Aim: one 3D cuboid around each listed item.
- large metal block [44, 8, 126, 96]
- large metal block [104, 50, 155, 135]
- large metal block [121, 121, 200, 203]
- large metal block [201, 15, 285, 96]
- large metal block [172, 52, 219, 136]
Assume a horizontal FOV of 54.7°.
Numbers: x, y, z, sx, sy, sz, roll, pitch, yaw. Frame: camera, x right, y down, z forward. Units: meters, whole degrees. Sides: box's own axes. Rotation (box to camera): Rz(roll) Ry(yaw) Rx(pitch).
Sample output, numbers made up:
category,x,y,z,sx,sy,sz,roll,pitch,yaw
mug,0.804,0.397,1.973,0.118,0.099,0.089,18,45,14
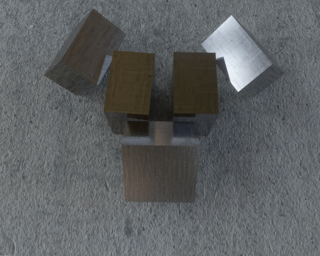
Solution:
category,x,y,z,sx,sy,sz,roll,pitch,yaw
large metal block,-0.099,-0.095,0.404,0.050,0.080,0.080,34,69,-27
large metal block,-0.034,-0.040,0.395,0.050,0.080,0.080,5,70,1
large metal block,0.001,0.039,0.359,0.081,0.079,0.050,1,31,0
large metal block,0.111,-0.091,0.408,0.050,0.080,0.080,-41,71,25
large metal block,0.041,-0.040,0.395,0.050,0.080,0.080,1,70,0
